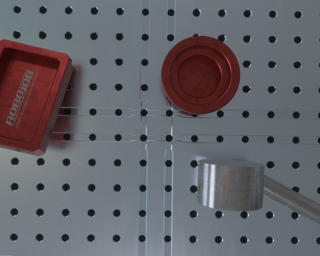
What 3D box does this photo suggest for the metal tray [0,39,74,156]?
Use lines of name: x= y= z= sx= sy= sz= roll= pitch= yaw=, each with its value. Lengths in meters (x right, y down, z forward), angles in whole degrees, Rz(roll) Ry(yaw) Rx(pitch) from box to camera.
metal tray: x=-0.172 y=-0.038 z=0.384 sx=0.091 sy=0.030 sz=0.130 roll=13 pitch=73 yaw=-2

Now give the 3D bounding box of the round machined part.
round machined part: x=0.051 y=-0.066 z=0.405 sx=0.099 sy=0.042 sz=0.097 roll=0 pitch=90 yaw=0

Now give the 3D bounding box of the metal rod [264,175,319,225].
metal rod: x=0.261 y=0.141 z=0.415 sx=0.301 sy=0.025 sz=0.025 roll=28 pitch=90 yaw=0

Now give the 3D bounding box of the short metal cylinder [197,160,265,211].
short metal cylinder: x=0.087 y=0.068 z=0.387 sx=0.081 sy=0.080 sz=0.050 roll=3 pitch=90 yaw=0

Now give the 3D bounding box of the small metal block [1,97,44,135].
small metal block: x=-0.182 y=-0.013 z=0.412 sx=0.050 sy=0.025 sz=0.050 roll=19 pitch=90 yaw=0
